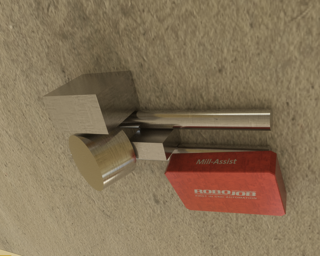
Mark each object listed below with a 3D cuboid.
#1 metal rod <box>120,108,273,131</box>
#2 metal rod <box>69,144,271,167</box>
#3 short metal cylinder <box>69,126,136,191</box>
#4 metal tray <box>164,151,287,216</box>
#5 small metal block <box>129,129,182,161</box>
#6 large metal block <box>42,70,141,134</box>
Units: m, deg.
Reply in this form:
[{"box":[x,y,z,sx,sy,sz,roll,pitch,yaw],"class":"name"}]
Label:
[{"box":[-0.012,-0.011,0.407,0.301,0.025,0.025,1,119,27],"class":"metal rod"},{"box":[-0.005,0.033,0.430,0.300,0.025,0.025,0,119,27],"class":"metal rod"},{"box":[-0.076,0.035,0.406,0.080,0.050,0.079,34,139,36],"class":"short metal cylinder"},{"box":[0.082,0.070,0.386,0.130,0.030,0.090,-4,134,28],"class":"metal tray"},{"box":[-0.006,0.017,0.404,0.050,0.050,0.025,1,119,27],"class":"small metal block"},{"box":[-0.083,-0.034,0.394,0.080,0.080,0.050,1,119,27],"class":"large metal block"}]
